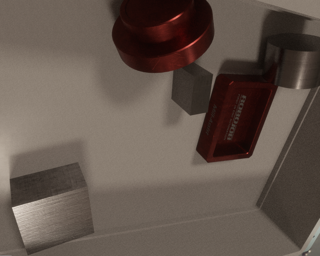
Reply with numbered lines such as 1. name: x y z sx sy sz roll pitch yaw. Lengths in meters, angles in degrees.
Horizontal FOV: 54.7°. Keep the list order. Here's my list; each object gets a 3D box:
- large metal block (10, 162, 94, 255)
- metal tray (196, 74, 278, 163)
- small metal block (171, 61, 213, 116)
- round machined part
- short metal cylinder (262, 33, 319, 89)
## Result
1. large metal block: -0.131 0.098 0.382 0.081 0.050 0.079 -13 124 -22
2. metal tray: 0.113 -0.013 0.461 0.091 0.030 0.129 -3 120 -28
3. small metal block: 0.038 -0.050 0.384 0.025 0.050 0.050 -11 123 -23
4. round machined part: 0.000 -0.102 0.295 0.098 0.098 0.042 -32 144 -8
5. short metal cylinder: 0.183 -0.092 0.419 0.081 0.080 0.050 -15 125 -20
